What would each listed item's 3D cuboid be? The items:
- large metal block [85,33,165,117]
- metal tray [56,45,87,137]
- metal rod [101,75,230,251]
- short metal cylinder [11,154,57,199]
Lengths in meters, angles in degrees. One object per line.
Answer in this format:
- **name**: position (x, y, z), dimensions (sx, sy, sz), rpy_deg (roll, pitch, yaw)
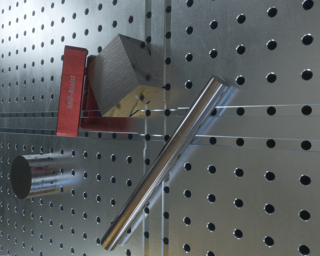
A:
- **large metal block**: position (-0.051, -0.070, 0.433), dimensions (0.080, 0.050, 0.080), rpy_deg (-35, 69, 34)
- **metal tray**: position (-0.137, -0.057, 0.484), dimensions (0.090, 0.030, 0.129), rpy_deg (-149, 65, -75)
- **metal rod**: position (-0.005, 0.061, 0.411), dimensions (0.025, 0.025, 0.298), rpy_deg (47, 118, 29)
- **short metal cylinder**: position (-0.240, 0.090, 0.587), dimensions (0.080, 0.050, 0.079), rpy_deg (0, 90, 40)
